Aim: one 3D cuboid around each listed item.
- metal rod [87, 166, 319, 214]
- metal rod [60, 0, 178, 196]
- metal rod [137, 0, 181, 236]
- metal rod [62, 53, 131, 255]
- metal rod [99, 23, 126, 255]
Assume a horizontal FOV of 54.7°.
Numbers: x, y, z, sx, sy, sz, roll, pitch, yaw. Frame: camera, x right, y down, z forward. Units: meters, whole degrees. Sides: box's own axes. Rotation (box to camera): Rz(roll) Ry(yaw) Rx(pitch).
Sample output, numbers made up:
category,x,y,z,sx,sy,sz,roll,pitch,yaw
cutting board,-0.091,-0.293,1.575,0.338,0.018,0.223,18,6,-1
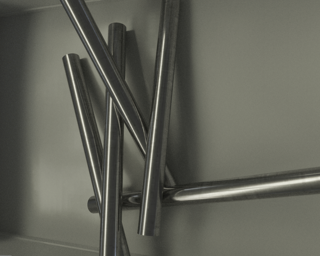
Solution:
category,x,y,z,sx,sy,sz,roll,pitch,yaw
metal rod,0.028,0.079,0.365,0.300,0.025,0.025,-14,85,32
metal rod,-0.049,-0.044,0.379,0.025,0.025,0.299,-23,101,18
metal rod,0.001,-0.026,0.378,0.025,0.025,0.299,2,79,20
metal rod,-0.088,0.034,0.416,0.025,0.025,0.299,-23,73,18
metal rod,-0.058,0.004,0.393,0.025,0.025,0.299,-6,74,20
